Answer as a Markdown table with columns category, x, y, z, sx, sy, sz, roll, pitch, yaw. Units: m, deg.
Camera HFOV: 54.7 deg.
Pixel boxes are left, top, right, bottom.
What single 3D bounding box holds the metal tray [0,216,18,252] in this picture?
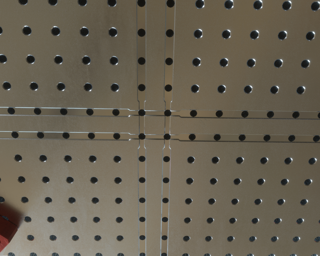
| category | x | y | z | sx | sy | sz | roll | pitch | yaw |
| --- | --- | --- | --- | --- | --- | --- | --- | --- | --- |
| metal tray | -0.295 | 0.177 | 0.471 | 0.090 | 0.030 | 0.130 | 41 | 105 | -14 |
